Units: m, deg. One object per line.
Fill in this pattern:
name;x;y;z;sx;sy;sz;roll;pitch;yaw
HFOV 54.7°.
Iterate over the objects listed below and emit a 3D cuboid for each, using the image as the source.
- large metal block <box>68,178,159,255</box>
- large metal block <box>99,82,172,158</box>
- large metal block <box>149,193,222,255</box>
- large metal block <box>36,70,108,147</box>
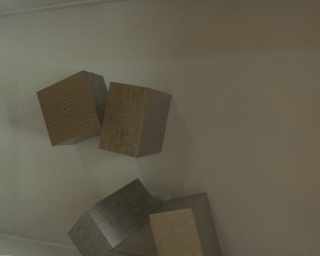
large metal block;-0.057;0.117;0.386;0.050;0.081;0.080;51;135;13
large metal block;-0.028;-0.010;0.391;0.050;0.080;0.080;12;94;19
large metal block;0.033;0.129;0.369;0.050;0.080;0.080;-15;85;19
large metal block;-0.116;-0.026;0.438;0.080;0.050;0.080;-20;83;19
